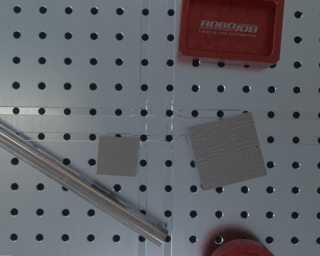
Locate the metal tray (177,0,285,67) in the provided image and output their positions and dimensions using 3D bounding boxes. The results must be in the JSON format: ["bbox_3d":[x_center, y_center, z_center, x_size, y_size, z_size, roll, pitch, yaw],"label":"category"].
[{"bbox_3d":[0.092,-0.132,0.411,0.131,0.030,0.089,5,90,0],"label":"metal tray"}]

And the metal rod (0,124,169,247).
[{"bbox_3d":[-0.122,0.066,0.412,0.301,0.025,0.025,32,90,0],"label":"metal rod"}]

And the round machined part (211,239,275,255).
[{"bbox_3d":[0.108,0.193,0.406,0.099,0.042,0.097,0,90,0],"label":"round machined part"}]

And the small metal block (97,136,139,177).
[{"bbox_3d":[-0.055,0.037,0.413,0.050,0.025,0.050,4,90,0],"label":"small metal block"}]

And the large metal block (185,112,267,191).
[{"bbox_3d":[0.082,0.028,0.402,0.080,0.050,0.080,-14,90,0],"label":"large metal block"}]
